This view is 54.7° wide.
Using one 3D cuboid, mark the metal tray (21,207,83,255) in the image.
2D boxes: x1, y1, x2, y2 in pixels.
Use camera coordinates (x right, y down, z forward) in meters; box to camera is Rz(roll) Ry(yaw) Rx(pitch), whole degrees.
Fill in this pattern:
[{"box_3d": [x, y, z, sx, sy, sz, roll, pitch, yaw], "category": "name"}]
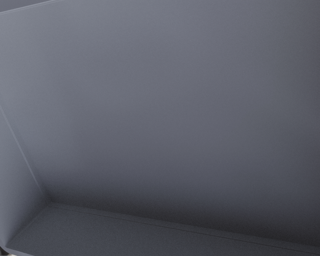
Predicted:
[{"box_3d": [-0.233, 0.231, 0.670, 0.130, 0.030, 0.089, 16, 125, 18], "category": "metal tray"}]
